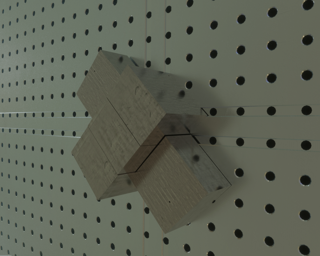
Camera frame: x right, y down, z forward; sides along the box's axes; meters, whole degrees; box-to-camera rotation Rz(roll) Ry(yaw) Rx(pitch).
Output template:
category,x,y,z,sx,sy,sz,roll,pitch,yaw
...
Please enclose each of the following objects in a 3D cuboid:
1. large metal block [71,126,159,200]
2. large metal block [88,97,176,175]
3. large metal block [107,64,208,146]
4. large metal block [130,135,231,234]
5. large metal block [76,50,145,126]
category,x,y,z,sx,sy,sz,roll,pitch,yaw
large metal block,-0.059,0.044,0.420,0.050,0.081,0.080,-52,60,27
large metal block,-0.031,0.008,0.398,0.050,0.081,0.080,-52,60,27
large metal block,-0.003,-0.027,0.375,0.050,0.081,0.080,-52,60,27
large metal block,0.022,0.065,0.373,0.080,0.050,0.080,-52,60,28
large metal block,-0.064,-0.051,0.440,0.080,0.050,0.080,52,121,27
